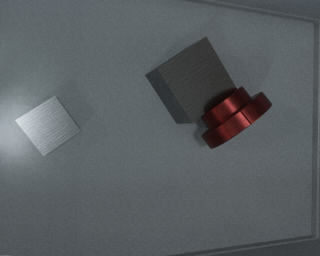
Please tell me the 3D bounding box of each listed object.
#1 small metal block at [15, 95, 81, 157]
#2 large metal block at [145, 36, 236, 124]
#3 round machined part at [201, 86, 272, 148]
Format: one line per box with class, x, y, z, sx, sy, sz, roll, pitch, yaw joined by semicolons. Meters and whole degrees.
small metal block;-0.130;-0.003;0.363;0.050;0.025;0.050;-37;102;-17
large metal block;0.041;-0.061;0.414;0.080;0.050;0.080;-37;102;-17
round machined part;0.093;-0.018;0.410;0.098;0.098;0.042;-37;88;-16
